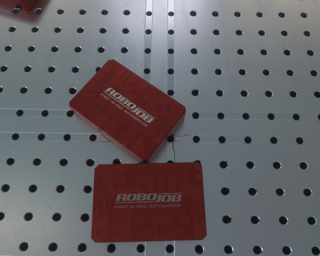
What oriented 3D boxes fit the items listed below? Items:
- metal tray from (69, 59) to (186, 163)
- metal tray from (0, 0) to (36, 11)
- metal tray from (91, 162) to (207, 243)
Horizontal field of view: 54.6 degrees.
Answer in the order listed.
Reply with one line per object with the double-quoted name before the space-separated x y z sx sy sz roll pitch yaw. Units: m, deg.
"metal tray" -0.043 -0.023 0.417 0.130 0.030 0.090 35 74 12
"metal tray" -0.254 -0.248 0.498 0.130 0.030 0.090 18 71 6
"metal tray" -0.013 0.090 0.376 0.131 0.030 0.090 -1 70 -1
